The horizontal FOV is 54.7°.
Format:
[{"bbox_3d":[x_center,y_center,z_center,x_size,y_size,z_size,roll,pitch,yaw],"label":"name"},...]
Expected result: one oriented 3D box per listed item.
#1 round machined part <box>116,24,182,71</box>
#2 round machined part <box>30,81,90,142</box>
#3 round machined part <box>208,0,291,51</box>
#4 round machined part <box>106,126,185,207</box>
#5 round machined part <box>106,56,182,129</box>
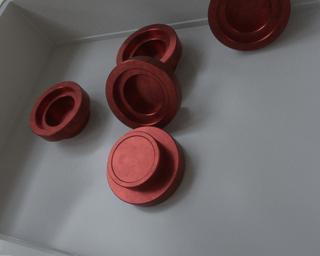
[{"bbox_3d":[-0.012,-0.105,0.464,0.098,0.042,0.098,-13,56,20],"label":"round machined part"},{"bbox_3d":[-0.150,-0.022,0.485,0.098,0.042,0.098,-13,56,20],"label":"round machined part"},{"bbox_3d":[0.113,-0.153,0.398,0.098,0.098,0.042,-8,37,23],"label":"round machined part"},{"bbox_3d":[-0.023,0.042,0.372,0.098,0.042,0.098,-10,64,22],"label":"round machined part"},{"bbox_3d":[-0.018,-0.047,0.408,0.098,0.097,0.042,-7,23,24],"label":"round machined part"}]
